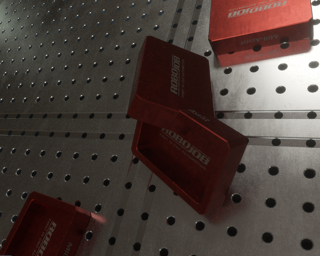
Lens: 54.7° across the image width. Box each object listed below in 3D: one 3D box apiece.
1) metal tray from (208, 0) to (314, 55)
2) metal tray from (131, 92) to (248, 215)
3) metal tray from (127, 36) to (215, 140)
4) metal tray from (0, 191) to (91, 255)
[{"bbox_3d":[0.136,-0.156,0.428,0.130,0.030,0.090,-5,59,25],"label":"metal tray"},{"bbox_3d":[0.024,0.020,0.345,0.130,0.030,0.089,37,124,38],"label":"metal tray"},{"bbox_3d":[0.015,-0.053,0.373,0.130,0.091,0.030,-86,19,-45],"label":"metal tray"},{"bbox_3d":[-0.154,0.154,0.389,0.090,0.030,0.130,8,66,31],"label":"metal tray"}]
